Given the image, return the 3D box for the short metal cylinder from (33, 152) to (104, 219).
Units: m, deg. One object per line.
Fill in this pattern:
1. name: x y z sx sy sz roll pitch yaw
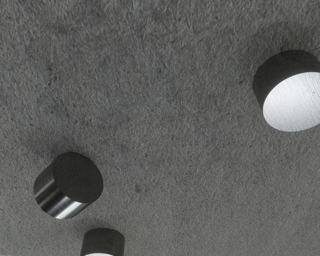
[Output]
1. short metal cylinder: -0.128 0.081 0.439 0.080 0.080 0.050 35 122 -26

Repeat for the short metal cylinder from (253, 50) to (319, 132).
1. short metal cylinder: 0.153 -0.042 0.356 0.081 0.050 0.079 0 130 0

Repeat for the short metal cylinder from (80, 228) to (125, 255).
1. short metal cylinder: -0.109 0.235 0.589 0.081 0.050 0.079 0 130 0
